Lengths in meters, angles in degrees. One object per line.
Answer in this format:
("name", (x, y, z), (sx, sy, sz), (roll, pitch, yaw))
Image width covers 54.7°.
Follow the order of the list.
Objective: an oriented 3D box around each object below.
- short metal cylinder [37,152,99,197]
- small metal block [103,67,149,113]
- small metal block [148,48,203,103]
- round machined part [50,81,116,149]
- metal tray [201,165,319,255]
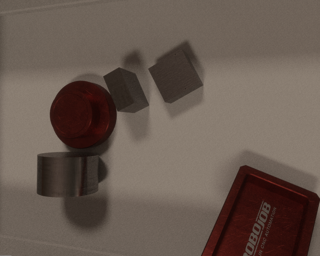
("short metal cylinder", (-0.125, 0.061, 0.424), (0.080, 0.080, 0.050), (1, 91, 19))
("small metal block", (-0.044, -0.049, 0.412), (0.025, 0.050, 0.050), (-26, 82, 18))
("small metal block", (0.021, -0.066, 0.403), (0.050, 0.025, 0.050), (-29, 81, 17))
("round machined part", (-0.116, -0.019, 0.441), (0.098, 0.042, 0.097), (0, 90, 19))
("metal tray", (0.106, 0.111, 0.327), (0.090, 0.030, 0.130), (22, 54, 18))
